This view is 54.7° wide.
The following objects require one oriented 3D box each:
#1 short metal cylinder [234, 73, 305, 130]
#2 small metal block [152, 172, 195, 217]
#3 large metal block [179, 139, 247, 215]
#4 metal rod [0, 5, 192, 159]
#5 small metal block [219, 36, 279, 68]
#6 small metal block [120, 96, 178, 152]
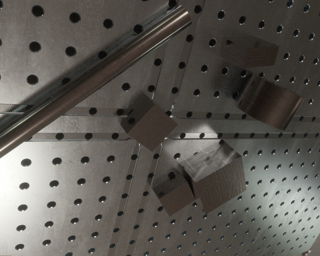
[{"bbox_3d":[0.154,-0.039,0.438,0.081,0.080,0.050,13,112,-34],"label":"short metal cylinder"},{"bbox_3d":[0.023,0.105,0.491,0.050,0.025,0.050,-32,129,-8],"label":"small metal block"},{"bbox_3d":[0.086,0.077,0.492,0.080,0.050,0.080,-28,128,-11],"label":"large metal block"},{"bbox_3d":[-0.093,-0.039,0.337,0.301,0.025,0.025,-36,130,-5],"label":"metal rod"},{"bbox_3d":[0.114,-0.099,0.398,0.050,0.050,0.025,-10,123,-24],"label":"small metal block"},{"bbox_3d":[-0.014,-0.005,0.403,0.050,0.025,0.050,-47,130,4],"label":"small metal block"}]
